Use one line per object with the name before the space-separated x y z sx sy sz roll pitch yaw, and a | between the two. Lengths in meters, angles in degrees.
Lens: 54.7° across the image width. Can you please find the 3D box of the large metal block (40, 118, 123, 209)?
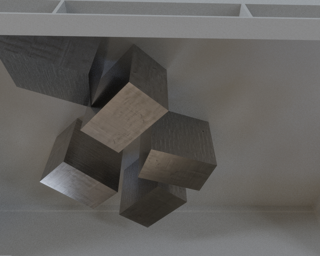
large metal block | -0.099 0.047 0.412 0.050 0.080 0.080 -37 121 27

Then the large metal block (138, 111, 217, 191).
large metal block | 0.020 0.025 0.395 0.081 0.080 0.050 15 128 -13

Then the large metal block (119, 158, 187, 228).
large metal block | -0.010 0.081 0.442 0.050 0.080 0.080 34 122 -26

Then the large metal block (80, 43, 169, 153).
large metal block | -0.037 -0.033 0.344 0.050 0.080 0.080 35 122 -27

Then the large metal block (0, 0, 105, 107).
large metal block | -0.101 -0.068 0.306 0.080 0.050 0.080 16 160 -6
